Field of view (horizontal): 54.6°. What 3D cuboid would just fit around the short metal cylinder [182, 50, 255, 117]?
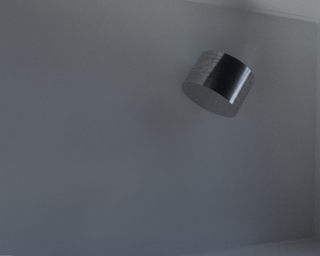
[{"bbox_3d":[0.076,-0.057,0.409,0.080,0.080,0.050,34,79,-17],"label":"short metal cylinder"}]
